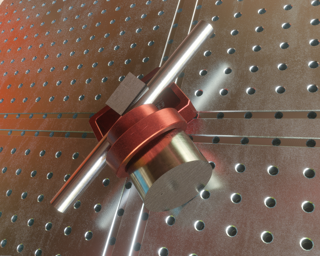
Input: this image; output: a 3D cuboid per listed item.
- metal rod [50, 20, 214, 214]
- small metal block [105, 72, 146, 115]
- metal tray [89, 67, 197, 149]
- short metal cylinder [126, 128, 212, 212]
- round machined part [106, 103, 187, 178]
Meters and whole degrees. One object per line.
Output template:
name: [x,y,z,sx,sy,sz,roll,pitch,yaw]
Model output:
metal rod: [-0.030,-0.021,0.396,0.025,0.025,0.300,32,79,37]
small metal block: [-0.042,-0.044,0.412,0.025,0.050,0.050,38,93,1]
metal tray: [-0.027,-0.015,0.426,0.130,0.030,0.090,-37,51,3]
short metal cylinder: [0.009,0.046,0.337,0.080,0.080,0.050,-37,51,3]
round machined part: [-0.020,0.010,0.351,0.098,0.098,0.042,-39,73,1]
